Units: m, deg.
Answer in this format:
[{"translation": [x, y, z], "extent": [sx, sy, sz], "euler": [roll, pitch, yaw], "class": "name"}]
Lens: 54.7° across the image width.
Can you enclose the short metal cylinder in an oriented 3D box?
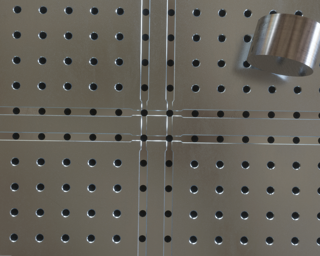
[{"translation": [0.156, -0.101, 0.387], "extent": [0.080, 0.080, 0.050], "euler": [16, 90, 0], "class": "short metal cylinder"}]
